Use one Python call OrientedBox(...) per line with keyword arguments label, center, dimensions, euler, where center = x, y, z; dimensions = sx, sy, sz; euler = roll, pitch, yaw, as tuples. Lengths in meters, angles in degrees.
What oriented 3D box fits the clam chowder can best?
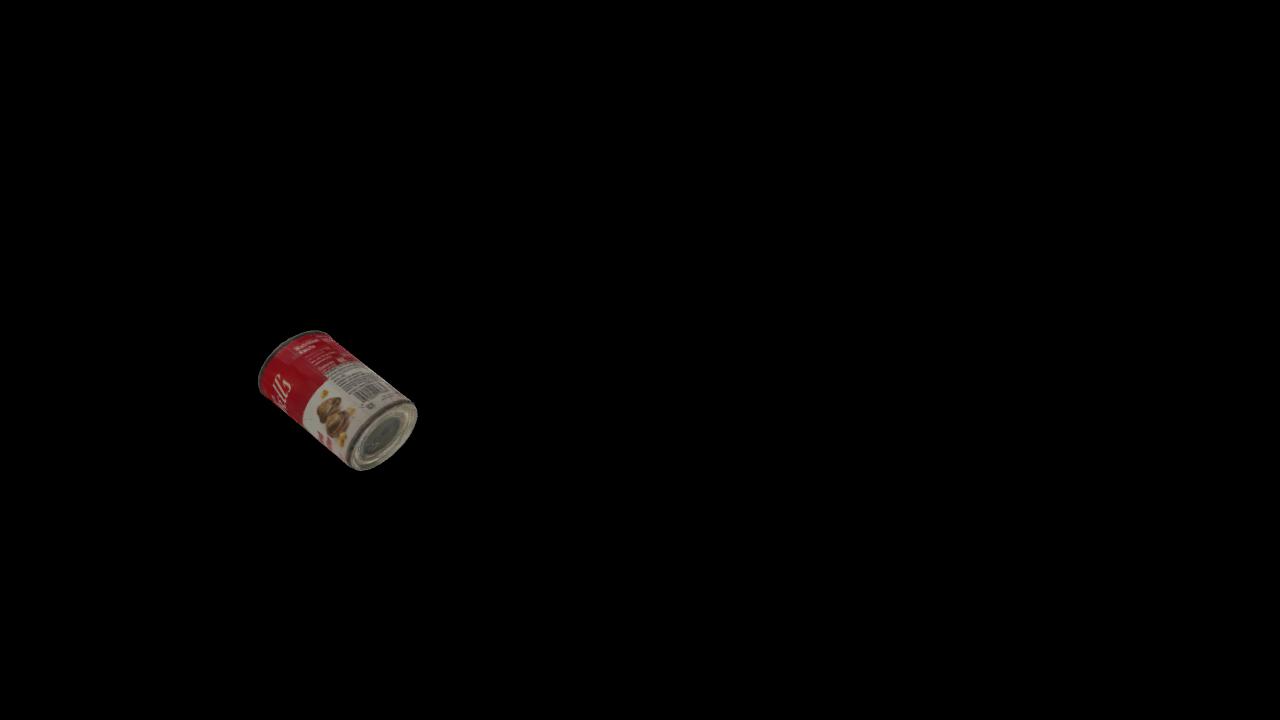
OrientedBox(label="clam chowder can", center=(-0.237, 0.032, 0.487), dimensions=(0.102, 0.068, 0.068), euler=(34, 8, 12))
